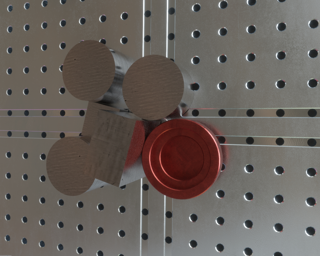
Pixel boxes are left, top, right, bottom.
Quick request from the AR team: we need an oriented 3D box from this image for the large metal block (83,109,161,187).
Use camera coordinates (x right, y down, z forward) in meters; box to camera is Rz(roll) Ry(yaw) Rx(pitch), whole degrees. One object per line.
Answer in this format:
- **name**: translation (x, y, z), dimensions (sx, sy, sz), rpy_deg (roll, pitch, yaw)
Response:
- **large metal block**: translation (-0.046, 0.023, 0.396), dimensions (0.050, 0.080, 0.080), rpy_deg (17, 96, 19)

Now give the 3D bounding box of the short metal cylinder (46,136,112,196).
- **short metal cylinder**: translation (-0.111, 0.051, 0.438), dimensions (0.080, 0.050, 0.080), rpy_deg (0, 90, 20)

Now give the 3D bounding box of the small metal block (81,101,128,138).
- **small metal block**: translation (-0.079, -0.008, 0.440), dimensions (0.050, 0.025, 0.050), rpy_deg (16, 95, 19)

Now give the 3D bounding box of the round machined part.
- **round machined part**: translation (0.030, 0.037, 0.393), dimensions (0.098, 0.042, 0.097), rpy_deg (0, 90, 20)

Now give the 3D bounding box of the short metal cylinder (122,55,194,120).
- **short metal cylinder**: translation (-0.001, -0.049, 0.399), dimensions (0.080, 0.050, 0.080), rpy_deg (0, 90, 20)

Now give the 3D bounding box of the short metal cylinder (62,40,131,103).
- **short metal cylinder**: translation (-0.086, -0.076, 0.429), dimensions (0.080, 0.050, 0.080), rpy_deg (0, 90, 20)
